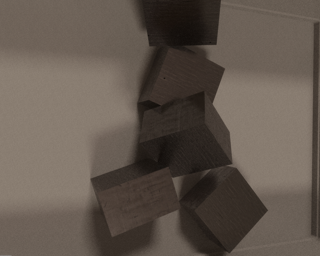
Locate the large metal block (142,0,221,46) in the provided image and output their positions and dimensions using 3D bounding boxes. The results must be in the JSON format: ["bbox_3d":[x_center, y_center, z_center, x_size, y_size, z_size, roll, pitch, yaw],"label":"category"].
[{"bbox_3d":[0.025,-0.140,0.349,0.080,0.080,0.050,0,60,6],"label":"large metal block"}]

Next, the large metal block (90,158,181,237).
[{"bbox_3d":[-0.032,0.077,0.368,0.081,0.080,0.050,-18,97,-17],"label":"large metal block"}]

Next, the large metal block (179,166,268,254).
[{"bbox_3d":[0.088,0.109,0.431,0.080,0.050,0.080,-42,104,-16],"label":"large metal block"}]

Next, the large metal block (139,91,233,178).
[{"bbox_3d":[0.033,0.011,0.374,0.080,0.080,0.050,50,33,-39],"label":"large metal block"}]

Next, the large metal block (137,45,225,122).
[{"bbox_3d":[0.027,-0.055,0.408,0.080,0.050,0.080,23,82,-19],"label":"large metal block"}]
